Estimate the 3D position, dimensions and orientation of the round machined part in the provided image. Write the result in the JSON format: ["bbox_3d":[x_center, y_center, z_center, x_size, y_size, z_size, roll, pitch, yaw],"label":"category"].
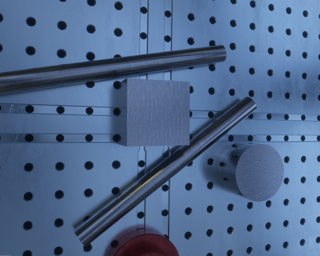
[{"bbox_3d":[-0.018,0.185,0.398,0.099,0.042,0.097,0,90,-21],"label":"round machined part"}]

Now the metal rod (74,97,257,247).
[{"bbox_3d":[0.019,0.049,0.420,0.301,0.025,0.025,-36,102,-17],"label":"metal rod"}]

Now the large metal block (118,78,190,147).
[{"bbox_3d":[-0.009,-0.018,0.397,0.081,0.050,0.079,0,90,-21],"label":"large metal block"}]

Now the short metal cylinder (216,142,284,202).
[{"bbox_3d":[0.130,0.061,0.449,0.081,0.050,0.079,0,90,-20],"label":"short metal cylinder"}]

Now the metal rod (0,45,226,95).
[{"bbox_3d":[-0.050,-0.077,0.394,0.303,0.025,0.025,-12,94,-20],"label":"metal rod"}]
